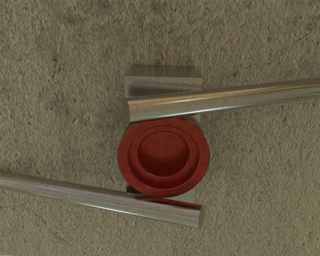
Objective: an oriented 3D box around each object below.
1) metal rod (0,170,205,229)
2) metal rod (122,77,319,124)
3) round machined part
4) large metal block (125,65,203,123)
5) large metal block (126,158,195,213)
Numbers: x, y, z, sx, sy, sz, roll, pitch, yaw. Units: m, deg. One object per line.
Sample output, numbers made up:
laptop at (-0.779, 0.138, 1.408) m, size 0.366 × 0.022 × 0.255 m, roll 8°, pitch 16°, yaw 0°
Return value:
metal rod at (-0.095, 0.082, 0.381) m, size 0.301 × 0.025 × 0.025 m, roll 5°, pitch 112°, yaw 22°
metal rod at (0.108, -0.036, 0.342) m, size 0.303 × 0.025 × 0.025 m, roll -8°, pitch 112°, yaw -21°
round machined part at (0.004, 0.026, 0.349) m, size 0.099 × 0.042 × 0.097 m, roll 0°, pitch 110°, yaw -1°
large metal block at (0.003, -0.043, 0.366) m, size 0.081 × 0.080 × 0.050 m, roll 1°, pitch 110°, yaw -1°
large metal block at (0.000, 0.069, 0.407) m, size 0.081 × 0.080 × 0.050 m, roll 1°, pitch 110°, yaw -1°
